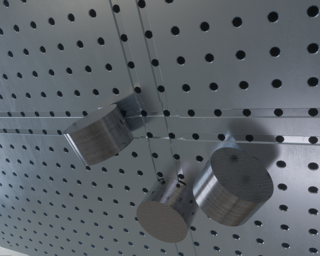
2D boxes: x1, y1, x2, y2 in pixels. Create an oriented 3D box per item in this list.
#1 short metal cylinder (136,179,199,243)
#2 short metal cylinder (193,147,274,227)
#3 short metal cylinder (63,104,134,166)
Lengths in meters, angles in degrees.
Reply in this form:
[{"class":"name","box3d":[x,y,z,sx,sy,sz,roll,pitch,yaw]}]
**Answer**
[{"class":"short metal cylinder","box3d":[0.012,0.125,0.466,0.080,0.050,0.079,13,124,21]},{"class":"short metal cylinder","box3d":[0.087,0.070,0.373,0.080,0.080,0.050,31,129,8]},{"class":"short metal cylinder","box3d":[-0.083,0.008,0.425,0.080,0.080,0.050,-15,111,34]}]
